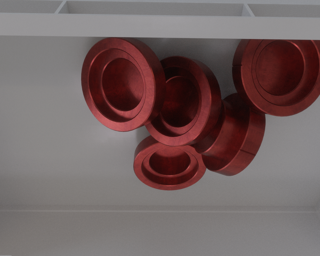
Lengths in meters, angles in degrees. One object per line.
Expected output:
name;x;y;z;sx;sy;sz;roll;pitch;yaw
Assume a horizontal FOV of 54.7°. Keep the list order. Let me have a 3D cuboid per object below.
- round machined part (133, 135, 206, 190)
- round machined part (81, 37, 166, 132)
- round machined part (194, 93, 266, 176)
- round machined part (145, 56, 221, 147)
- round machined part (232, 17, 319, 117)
round machined part;0.014;0.040;0.432;0.099;0.042;0.097;0;130;0
round machined part;-0.035;-0.048;0.335;0.098;0.042;0.097;10;109;30
round machined part;0.074;0.004;0.364;0.042;0.098;0.097;20;127;-18
round machined part;0.026;-0.029;0.349;0.042;0.098;0.098;-3;143;-49
round machined part;0.121;-0.063;0.326;0.099;0.042;0.097;-2;99;-13
